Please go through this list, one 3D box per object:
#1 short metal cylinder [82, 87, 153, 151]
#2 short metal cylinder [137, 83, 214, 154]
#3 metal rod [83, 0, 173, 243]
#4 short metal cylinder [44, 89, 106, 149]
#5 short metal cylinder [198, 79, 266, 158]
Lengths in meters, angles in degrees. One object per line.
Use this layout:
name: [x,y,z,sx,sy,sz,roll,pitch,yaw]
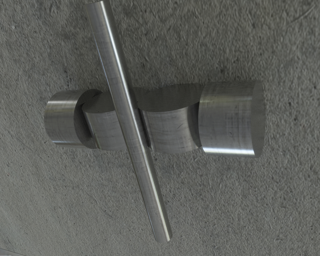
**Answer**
short metal cylinder: [-0.051,-0.014,0.391,0.080,0.080,0.050,1,119,28]
short metal cylinder: [0.019,-0.013,0.354,0.080,0.080,0.050,1,119,28]
metal rod: [-0.027,0.014,0.352,0.025,0.025,0.298,1,119,28]
short metal cylinder: [-0.108,-0.012,0.422,0.050,0.080,0.080,1,119,28]
short metal cylinder: [0.078,-0.010,0.326,0.050,0.080,0.080,1,119,28]
